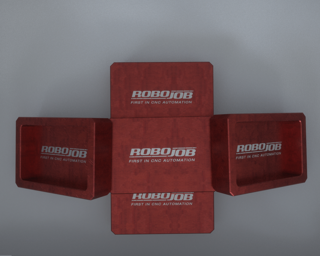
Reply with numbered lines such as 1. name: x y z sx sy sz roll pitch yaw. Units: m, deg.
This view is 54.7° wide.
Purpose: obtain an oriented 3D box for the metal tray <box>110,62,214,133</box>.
1. metal tray: 0.003 -0.039 0.406 0.131 0.030 0.089 0 90 -1

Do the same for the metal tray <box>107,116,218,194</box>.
1. metal tray: 0.003 0.032 0.377 0.131 0.030 0.089 -1 90 -1

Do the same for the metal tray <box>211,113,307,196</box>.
1. metal tray: 0.124 0.027 0.377 0.131 0.030 0.089 -2 91 -30

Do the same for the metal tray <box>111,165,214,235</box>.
1. metal tray: 0.003 0.090 0.406 0.131 0.030 0.089 0 90 -1

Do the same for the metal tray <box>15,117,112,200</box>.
1. metal tray: -0.120 0.032 0.376 0.130 0.030 0.089 2 91 29
